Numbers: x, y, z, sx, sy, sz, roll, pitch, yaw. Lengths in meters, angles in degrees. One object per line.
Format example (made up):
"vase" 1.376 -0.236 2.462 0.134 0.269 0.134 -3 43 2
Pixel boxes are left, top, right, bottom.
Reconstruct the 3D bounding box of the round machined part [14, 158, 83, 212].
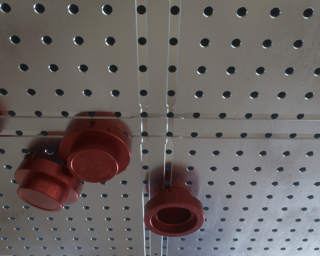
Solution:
"round machined part" -0.169 0.090 0.459 0.098 0.042 0.098 10 140 9

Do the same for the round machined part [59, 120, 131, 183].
"round machined part" -0.091 0.039 0.433 0.099 0.042 0.097 0 130 0

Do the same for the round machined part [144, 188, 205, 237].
"round machined part" 0.023 0.137 0.517 0.099 0.042 0.097 0 130 0
